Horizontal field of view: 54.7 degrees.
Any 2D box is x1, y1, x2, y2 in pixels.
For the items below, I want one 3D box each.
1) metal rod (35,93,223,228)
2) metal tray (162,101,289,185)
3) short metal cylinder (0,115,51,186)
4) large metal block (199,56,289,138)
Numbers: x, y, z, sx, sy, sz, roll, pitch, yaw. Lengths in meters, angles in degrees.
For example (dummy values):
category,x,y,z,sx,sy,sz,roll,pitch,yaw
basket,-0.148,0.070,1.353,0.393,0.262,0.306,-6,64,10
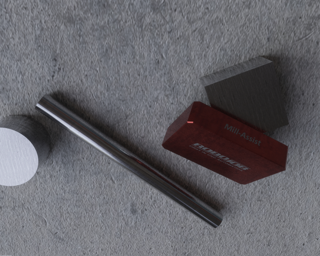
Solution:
category,x,y,z,sx,sy,sz,roll,pitch,yaw
metal rod,-0.033,0.052,0.428,0.301,0.025,0.025,36,106,-13
metal tray,0.078,0.024,0.388,0.131,0.030,0.090,26,151,-10
short metal cylinder,-0.191,0.028,0.404,0.081,0.050,0.079,0,110,-1
large metal block,0.102,-0.034,0.385,0.080,0.050,0.080,-20,109,7
